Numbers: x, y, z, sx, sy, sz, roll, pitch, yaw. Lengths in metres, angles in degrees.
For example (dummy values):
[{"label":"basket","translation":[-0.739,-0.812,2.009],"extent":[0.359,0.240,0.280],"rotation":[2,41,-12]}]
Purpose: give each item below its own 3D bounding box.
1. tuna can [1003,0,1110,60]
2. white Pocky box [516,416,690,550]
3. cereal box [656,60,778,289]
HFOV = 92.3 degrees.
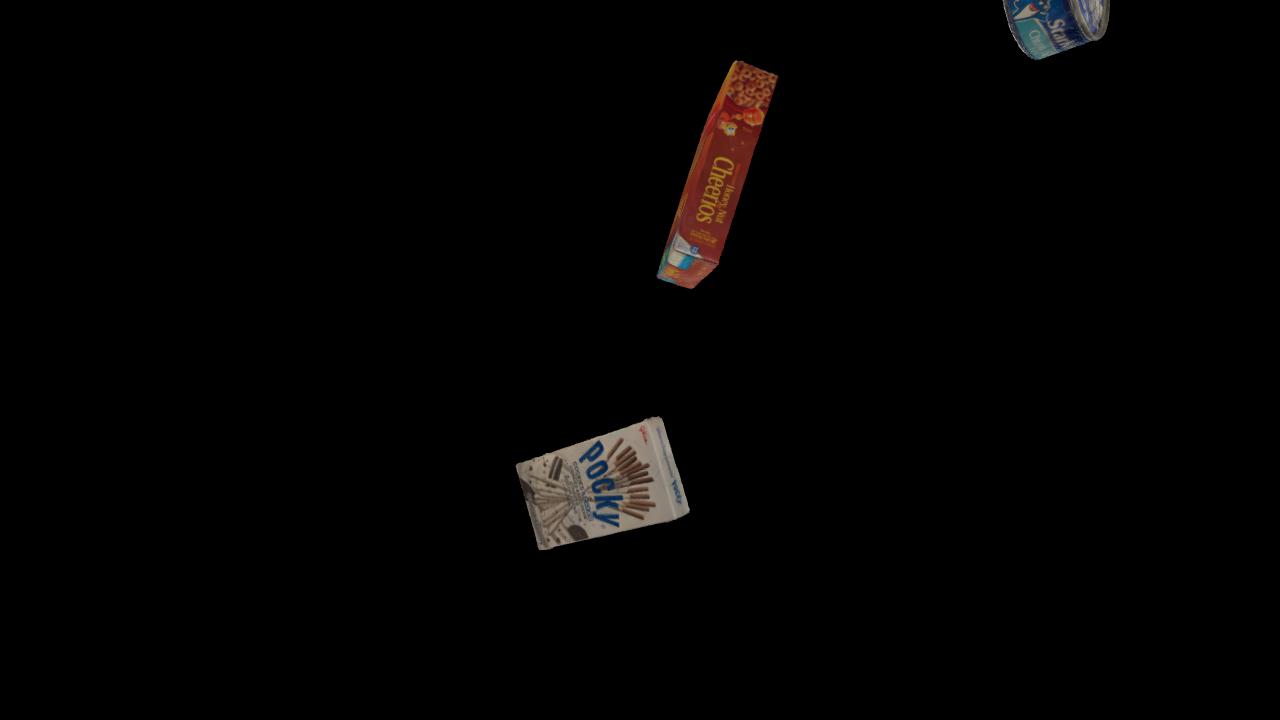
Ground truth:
[{"label":"tuna can","translation":[0.234,-0.218,0.347],"extent":[0.084,0.084,0.034],"rotation":[0,-2,-41]},{"label":"white Pocky box","translation":[-0.037,0.110,0.531],"extent":[0.154,0.084,0.028],"rotation":[-22,-10,31]},{"label":"cereal box","translation":[0.115,-0.279,0.981],"extent":[0.081,0.306,0.203],"rotation":[19,-4,-4]}]
